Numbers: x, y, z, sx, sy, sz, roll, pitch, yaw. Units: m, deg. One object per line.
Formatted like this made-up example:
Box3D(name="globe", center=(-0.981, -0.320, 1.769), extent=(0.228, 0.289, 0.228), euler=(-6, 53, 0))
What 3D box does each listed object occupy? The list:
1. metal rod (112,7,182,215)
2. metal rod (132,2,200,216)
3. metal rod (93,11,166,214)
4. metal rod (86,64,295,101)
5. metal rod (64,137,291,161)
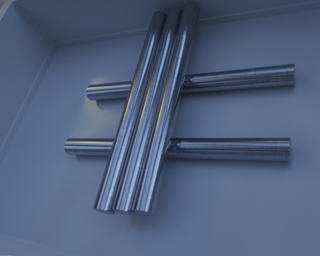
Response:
Box3D(name="metal rod", center=(-0.008, -0.040, 0.400), extent=(0.025, 0.025, 0.300), euler=(-1, 61, 28))
Box3D(name="metal rod", center=(0.014, -0.042, 0.389), extent=(0.025, 0.025, 0.300), euler=(-1, 61, 28))
Box3D(name="metal rod", center=(-0.031, -0.038, 0.411), extent=(0.025, 0.025, 0.300), euler=(-1, 61, 28))
Box3D(name="metal rod", center=(0.023, -0.060, 0.429), extent=(0.300, 0.025, 0.025), euler=(-1, 61, 27))
Box3D(name="metal rod", center=(0.002, 0.025, 0.389), extent=(0.300, 0.025, 0.025), euler=(-1, 61, 27))
